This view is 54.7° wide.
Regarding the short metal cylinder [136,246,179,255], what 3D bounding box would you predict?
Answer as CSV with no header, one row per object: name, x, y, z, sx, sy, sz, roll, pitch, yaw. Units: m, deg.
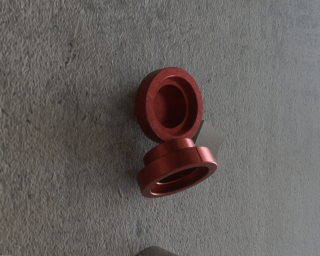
short metal cylinder,0.001,0.198,0.392,0.081,0.050,0.079,0,90,-40

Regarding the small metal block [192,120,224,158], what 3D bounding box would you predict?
small metal block,0.063,0.023,0.460,0.050,0.025,0.050,38,67,-34

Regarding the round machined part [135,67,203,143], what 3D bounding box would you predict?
round machined part,0.007,-0.028,0.402,0.099,0.042,0.097,0,90,-40

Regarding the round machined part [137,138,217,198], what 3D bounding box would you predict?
round machined part,0.018,0.047,0.386,0.099,0.098,0.042,3,55,-40
